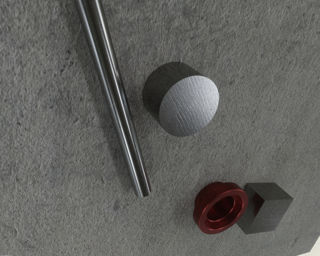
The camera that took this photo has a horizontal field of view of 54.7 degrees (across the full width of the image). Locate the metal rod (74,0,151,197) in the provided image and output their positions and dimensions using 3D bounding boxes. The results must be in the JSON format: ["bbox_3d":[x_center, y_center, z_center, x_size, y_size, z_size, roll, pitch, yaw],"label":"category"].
[{"bbox_3d":[-0.049,-0.027,0.364,0.025,0.025,0.298,-23,127,-15],"label":"metal rod"}]

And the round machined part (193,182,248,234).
[{"bbox_3d":[0.099,0.132,0.534,0.099,0.042,0.097,-14,125,-21],"label":"round machined part"}]

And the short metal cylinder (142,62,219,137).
[{"bbox_3d":[0.025,-0.036,0.384,0.081,0.050,0.079,-14,125,-21],"label":"short metal cylinder"}]

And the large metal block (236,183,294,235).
[{"bbox_3d":[0.194,0.153,0.594,0.081,0.050,0.079,6,116,-31],"label":"large metal block"}]
